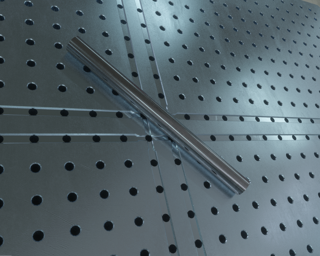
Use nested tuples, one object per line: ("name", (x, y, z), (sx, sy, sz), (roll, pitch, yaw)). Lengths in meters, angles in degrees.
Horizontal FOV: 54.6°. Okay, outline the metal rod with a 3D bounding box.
("metal rod", (-0.002, -0.016, 0.417), (0.300, 0.025, 0.025), (40, 51, -1))
